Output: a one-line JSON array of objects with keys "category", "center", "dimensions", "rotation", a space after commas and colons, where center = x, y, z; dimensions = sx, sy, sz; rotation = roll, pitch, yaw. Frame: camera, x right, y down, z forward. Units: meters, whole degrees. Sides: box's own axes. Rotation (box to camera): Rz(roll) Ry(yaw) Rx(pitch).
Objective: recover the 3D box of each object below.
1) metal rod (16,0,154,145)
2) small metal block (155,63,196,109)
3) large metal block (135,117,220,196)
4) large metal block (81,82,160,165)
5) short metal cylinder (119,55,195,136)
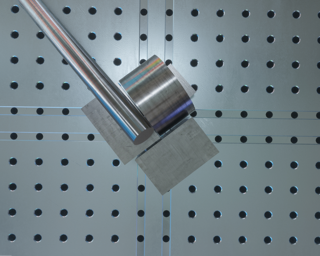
[{"category": "metal rod", "center": [-0.109, -0.097, 0.360], "dimensions": [0.025, 0.025, 0.300], "rotation": [-41, 69, 0]}, {"category": "small metal block", "center": [0.012, -0.049, 0.414], "dimensions": [0.050, 0.025, 0.050], "rotation": [-42, 91, 0]}, {"category": "large metal block", "center": [0.019, 0.031, 0.384], "dimensions": [0.080, 0.080, 0.050], "rotation": [-37, 90, 0]}, {"category": "large metal block", "center": [-0.044, -0.005, 0.386], "dimensions": [0.050, 0.080, 0.080], "rotation": [-38, 90, 0]}, {"category": "short metal cylinder", "center": [-0.003, -0.037, 0.360], "dimensions": [0.050, 0.080, 0.080], "rotation": [-37, 90, 0]}]
